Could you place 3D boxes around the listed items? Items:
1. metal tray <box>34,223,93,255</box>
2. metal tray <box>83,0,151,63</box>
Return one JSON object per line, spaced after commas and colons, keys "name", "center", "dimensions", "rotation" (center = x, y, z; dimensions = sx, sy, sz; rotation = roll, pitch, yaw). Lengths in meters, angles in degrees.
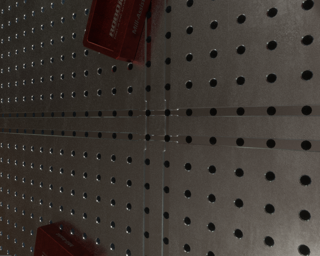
{"name": "metal tray", "center": [-0.175, 0.239, 0.547], "dimensions": [0.130, 0.030, 0.089], "rotation": [18, 101, 38]}
{"name": "metal tray", "center": [-0.062, -0.172, 0.454], "dimensions": [0.090, 0.030, 0.129], "rotation": [28, 107, 36]}
